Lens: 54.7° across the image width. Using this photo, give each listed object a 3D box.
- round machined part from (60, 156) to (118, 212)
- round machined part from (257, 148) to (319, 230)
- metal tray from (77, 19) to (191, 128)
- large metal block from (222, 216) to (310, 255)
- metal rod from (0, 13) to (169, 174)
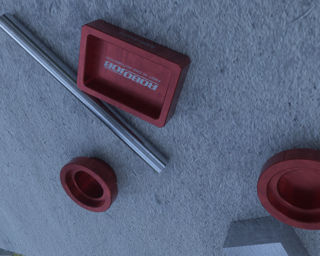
[{"bbox_3d":[-0.111,0.087,0.508,0.098,0.042,0.097,13,124,21],"label":"round machined part"},{"bbox_3d":[0.163,0.063,0.349,0.098,0.042,0.097,13,124,21],"label":"round machined part"},{"bbox_3d":[-0.037,-0.067,0.381,0.130,0.030,0.089,26,128,12],"label":"metal tray"},{"bbox_3d":[0.145,0.169,0.419,0.080,0.050,0.080,-23,106,36],"label":"large metal block"},{"bbox_3d":[-0.105,-0.047,0.432,0.300,0.025,0.025,43,129,-2],"label":"metal rod"}]
